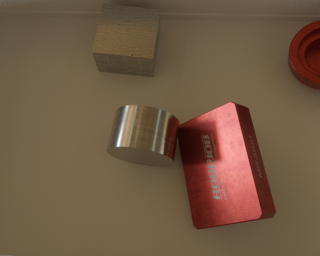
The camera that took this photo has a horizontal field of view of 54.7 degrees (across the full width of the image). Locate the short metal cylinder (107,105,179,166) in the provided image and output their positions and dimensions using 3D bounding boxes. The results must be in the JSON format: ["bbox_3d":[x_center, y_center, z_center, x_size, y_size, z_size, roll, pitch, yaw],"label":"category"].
[{"bbox_3d":[-0.019,0.012,0.376,0.080,0.080,0.050,9,70,3],"label":"short metal cylinder"}]

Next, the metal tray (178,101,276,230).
[{"bbox_3d":[0.071,0.045,0.362,0.030,0.090,0.129,12,62,-44],"label":"metal tray"}]

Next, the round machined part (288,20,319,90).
[{"bbox_3d":[0.230,-0.097,0.429,0.098,0.042,0.098,-5,73,16],"label":"round machined part"}]

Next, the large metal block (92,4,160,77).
[{"bbox_3d":[-0.044,-0.124,0.441,0.080,0.050,0.080,7,70,2],"label":"large metal block"}]

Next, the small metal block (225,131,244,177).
[{"bbox_3d":[0.093,0.035,0.385,0.025,0.050,0.050,12,70,4],"label":"small metal block"}]
